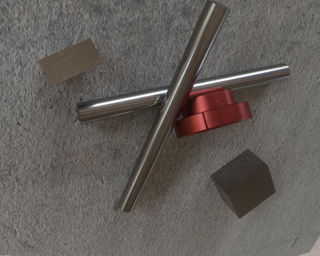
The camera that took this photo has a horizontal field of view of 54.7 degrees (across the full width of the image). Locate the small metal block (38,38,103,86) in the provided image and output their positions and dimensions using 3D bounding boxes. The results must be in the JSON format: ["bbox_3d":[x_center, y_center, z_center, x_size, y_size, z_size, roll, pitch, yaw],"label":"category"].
[{"bbox_3d":[-0.087,-0.063,0.301,0.050,0.050,0.025,-27,105,-11],"label":"small metal block"}]

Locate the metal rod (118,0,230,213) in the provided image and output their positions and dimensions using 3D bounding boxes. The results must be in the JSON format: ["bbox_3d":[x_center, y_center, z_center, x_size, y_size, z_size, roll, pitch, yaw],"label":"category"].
[{"bbox_3d":[0.005,-0.004,0.379,0.025,0.025,0.298,4,125,-31],"label":"metal rod"}]

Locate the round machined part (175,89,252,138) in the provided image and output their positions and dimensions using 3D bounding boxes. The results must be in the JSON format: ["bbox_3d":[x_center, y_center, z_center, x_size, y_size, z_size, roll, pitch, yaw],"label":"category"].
[{"bbox_3d":[0.064,-0.020,0.397,0.099,0.098,0.042,-14,86,-21],"label":"round machined part"}]

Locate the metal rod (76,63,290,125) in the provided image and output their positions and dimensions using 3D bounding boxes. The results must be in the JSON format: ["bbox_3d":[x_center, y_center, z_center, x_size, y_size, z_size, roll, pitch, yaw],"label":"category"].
[{"bbox_3d":[0.045,-0.050,0.402,0.302,0.025,0.025,-14,124,-21],"label":"metal rod"}]

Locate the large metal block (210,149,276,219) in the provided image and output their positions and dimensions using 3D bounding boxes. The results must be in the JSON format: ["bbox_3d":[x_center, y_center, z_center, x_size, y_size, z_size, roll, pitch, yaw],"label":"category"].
[{"bbox_3d":[0.144,0.096,0.532,0.080,0.050,0.080,-35,129,-6],"label":"large metal block"}]
